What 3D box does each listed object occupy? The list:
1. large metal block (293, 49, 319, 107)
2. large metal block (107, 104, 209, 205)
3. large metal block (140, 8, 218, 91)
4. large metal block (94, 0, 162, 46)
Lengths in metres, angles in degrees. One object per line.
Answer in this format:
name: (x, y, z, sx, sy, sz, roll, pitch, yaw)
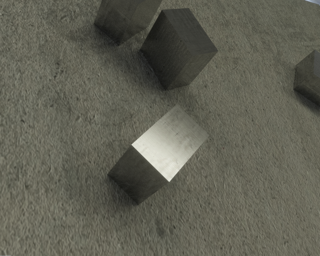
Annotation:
large metal block: (0.319, -0.096, 0.617, 0.080, 0.050, 0.080, 31, 52, -8)
large metal block: (-0.003, 0.031, 0.348, 0.050, 0.080, 0.080, 45, 51, 2)
large metal block: (0.025, -0.114, 0.451, 0.050, 0.080, 0.080, -19, 72, -35)
large metal block: (-0.042, -0.180, 0.456, 0.050, 0.080, 0.080, 42, 51, 0)
